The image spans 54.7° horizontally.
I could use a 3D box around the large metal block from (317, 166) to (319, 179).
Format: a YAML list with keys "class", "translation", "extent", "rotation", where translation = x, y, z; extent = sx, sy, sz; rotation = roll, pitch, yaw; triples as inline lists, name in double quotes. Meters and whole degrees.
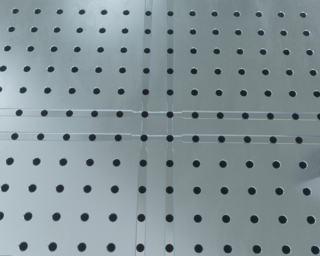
- class: "large metal block"
  translation: [0.251, 0.044, 0.368]
  extent: [0.080, 0.080, 0.050]
  rotation: [22, 72, 7]
